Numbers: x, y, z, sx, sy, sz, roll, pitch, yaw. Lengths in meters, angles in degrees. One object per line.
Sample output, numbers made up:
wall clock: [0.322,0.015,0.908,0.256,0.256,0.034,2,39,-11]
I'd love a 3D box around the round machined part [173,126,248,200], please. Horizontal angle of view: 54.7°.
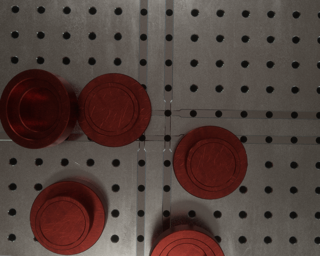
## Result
round machined part: [0.066,0.046,0.406,0.099,0.042,0.097,0,90,-1]

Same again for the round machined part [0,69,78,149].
round machined part: [-0.149,-0.023,0.396,0.098,0.042,0.097,0,90,14]

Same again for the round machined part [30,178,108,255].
round machined part: [-0.121,0.118,0.403,0.099,0.042,0.097,0,90,-1]

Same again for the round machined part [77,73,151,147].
round machined part: [-0.061,-0.023,0.404,0.099,0.042,0.097,0,90,-1]

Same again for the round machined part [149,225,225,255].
round machined part: [0.034,0.175,0.406,0.099,0.042,0.097,0,90,-1]
